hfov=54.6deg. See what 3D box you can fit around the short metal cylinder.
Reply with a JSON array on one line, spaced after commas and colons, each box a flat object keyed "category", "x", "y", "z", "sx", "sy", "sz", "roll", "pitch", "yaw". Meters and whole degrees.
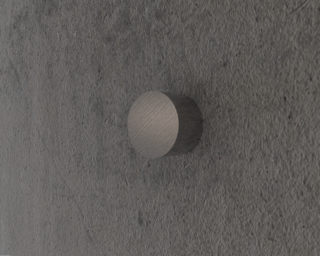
[{"category": "short metal cylinder", "x": 0.006, "y": -0.004, "z": 0.385, "sx": 0.080, "sy": 0.050, "sz": 0.080, "roll": 0, "pitch": 90, "yaw": 40}]
